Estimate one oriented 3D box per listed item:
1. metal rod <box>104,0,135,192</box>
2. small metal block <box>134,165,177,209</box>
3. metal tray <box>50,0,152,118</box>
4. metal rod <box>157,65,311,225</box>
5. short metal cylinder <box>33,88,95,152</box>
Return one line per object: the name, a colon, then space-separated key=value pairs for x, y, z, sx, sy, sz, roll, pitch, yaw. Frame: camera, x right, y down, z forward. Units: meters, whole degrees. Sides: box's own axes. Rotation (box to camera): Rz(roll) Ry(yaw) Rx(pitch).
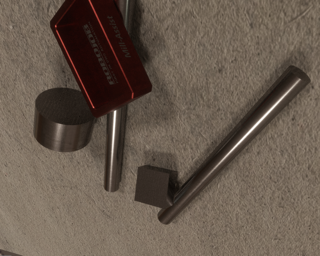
metal rod: x=-0.059 y=-0.025 z=0.420 sx=0.025 sy=0.025 sz=0.298 roll=21 pitch=126 yaw=15
small metal block: x=-0.006 y=0.084 z=0.446 sx=0.050 sy=0.025 sz=0.050 roll=9 pitch=95 yaw=26
metal tray: x=-0.071 y=-0.085 z=0.357 sx=0.090 sy=0.030 sz=0.129 roll=-21 pitch=95 yaw=48
metal rod: x=0.072 y=0.044 z=0.395 sx=0.025 sy=0.025 sz=0.298 roll=36 pitch=129 yaw=3
short metal cylinder: x=-0.132 y=-0.012 z=0.431 sx=0.080 sy=0.080 sz=0.050 roll=29 pitch=128 yaw=9
